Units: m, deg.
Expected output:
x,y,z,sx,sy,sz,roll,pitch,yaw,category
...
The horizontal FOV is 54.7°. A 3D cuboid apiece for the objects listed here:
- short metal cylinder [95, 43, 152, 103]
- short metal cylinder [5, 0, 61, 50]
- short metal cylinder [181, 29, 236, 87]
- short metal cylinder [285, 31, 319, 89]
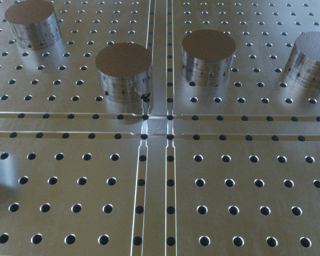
x,y,z,sx,sy,sz,roll,pitch,yaw,category
-0.051,-0.082,0.460,0.081,0.050,0.080,0,50,0,short metal cylinder
-0.220,-0.181,0.542,0.081,0.050,0.080,0,50,0,short metal cylinder
0.074,-0.110,0.484,0.081,0.050,0.080,0,50,0,short metal cylinder
0.244,-0.106,0.482,0.081,0.050,0.080,0,50,0,short metal cylinder
